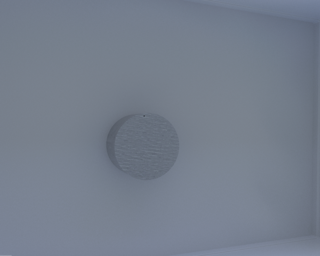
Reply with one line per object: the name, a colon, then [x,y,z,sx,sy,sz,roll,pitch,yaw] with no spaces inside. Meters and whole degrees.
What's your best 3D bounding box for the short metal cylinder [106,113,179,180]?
short metal cylinder: [-0.023,0.022,0.390,0.081,0.050,0.079,0,90,-21]
